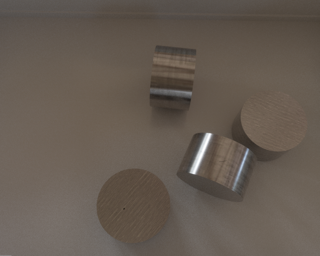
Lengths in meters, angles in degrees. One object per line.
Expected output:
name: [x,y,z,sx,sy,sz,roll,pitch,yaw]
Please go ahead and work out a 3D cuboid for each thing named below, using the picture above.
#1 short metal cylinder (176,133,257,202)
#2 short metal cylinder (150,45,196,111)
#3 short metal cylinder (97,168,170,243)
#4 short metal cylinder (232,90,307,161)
short metal cylinder: [0.066,0.047,0.364,0.080,0.080,0.050,23,72,7]
short metal cylinder: [0.017,-0.065,0.404,0.050,0.080,0.080,7,70,2]
short metal cylinder: [-0.029,0.092,0.362,0.081,0.050,0.080,0,70,0]
short metal cylinder: [0.138,-0.002,0.399,0.081,0.050,0.080,0,70,0]
